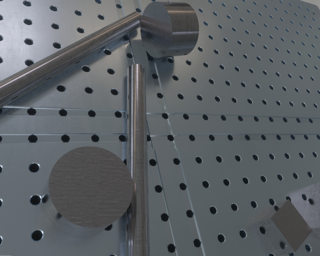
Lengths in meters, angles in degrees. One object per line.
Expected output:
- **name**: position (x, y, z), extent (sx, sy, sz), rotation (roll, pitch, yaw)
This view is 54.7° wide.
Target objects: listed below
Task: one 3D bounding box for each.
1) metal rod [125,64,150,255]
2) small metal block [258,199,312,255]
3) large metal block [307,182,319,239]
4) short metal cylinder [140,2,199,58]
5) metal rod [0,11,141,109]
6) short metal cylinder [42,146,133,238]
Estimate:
- **metal rod**: position (-0.027, 0.047, 0.365), extent (0.025, 0.025, 0.299), rotation (11, 57, -22)
- **small metal block**: position (0.169, 0.133, 0.418), extent (0.050, 0.025, 0.050), rotation (-26, 76, -37)
- **large metal block**: position (0.269, 0.130, 0.458), extent (0.080, 0.050, 0.080), rotation (33, 51, -7)
- **short metal cylinder**: position (0.013, -0.149, 0.471), extent (0.050, 0.080, 0.080), rotation (-14, 69, -34)
- **metal rod**: position (-0.119, -0.090, 0.399), extent (0.025, 0.025, 0.302), rotation (44, 51, 2)
- **short metal cylinder**: position (-0.074, 0.065, 0.313), extent (0.081, 0.050, 0.080), rotation (14, 56, -21)
